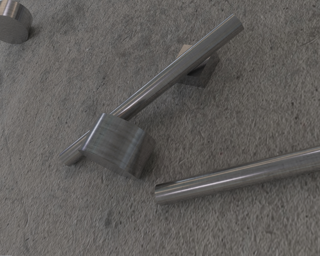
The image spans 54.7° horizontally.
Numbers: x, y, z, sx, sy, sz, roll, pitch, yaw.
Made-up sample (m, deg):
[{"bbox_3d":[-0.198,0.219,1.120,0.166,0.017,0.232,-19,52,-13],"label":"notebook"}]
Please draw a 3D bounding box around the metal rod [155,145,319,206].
[{"bbox_3d":[0.136,0.036,0.310,0.301,0.025,0.025,-17,55,18],"label":"metal rod"}]

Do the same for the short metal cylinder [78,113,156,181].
[{"bbox_3d":[-0.052,0.024,0.381,0.080,0.080,0.050,15,70,34],"label":"short metal cylinder"}]

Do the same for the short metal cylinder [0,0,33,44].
[{"bbox_3d":[-0.329,-0.233,0.684,0.080,0.080,0.050,-14,56,20],"label":"short metal cylinder"}]

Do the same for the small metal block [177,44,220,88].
[{"bbox_3d":[0.048,-0.087,0.432,0.050,0.025,0.050,17,70,34],"label":"small metal block"}]

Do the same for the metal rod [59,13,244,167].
[{"bbox_3d":[-0.019,-0.044,0.417,0.300,0.025,0.025,-37,51,12],"label":"metal rod"}]
